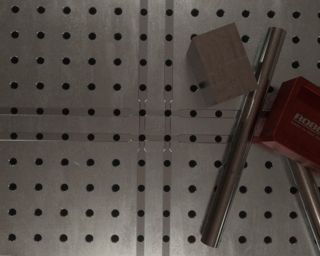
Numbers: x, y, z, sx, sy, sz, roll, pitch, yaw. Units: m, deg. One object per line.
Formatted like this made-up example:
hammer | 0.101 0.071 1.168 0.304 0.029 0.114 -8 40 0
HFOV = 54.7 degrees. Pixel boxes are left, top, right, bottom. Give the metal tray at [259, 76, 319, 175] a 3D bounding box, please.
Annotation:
metal tray | 0.202 0.005 0.394 0.131 0.030 0.090 28 79 -11

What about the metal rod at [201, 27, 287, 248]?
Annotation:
metal rod | 0.112 0.012 0.414 0.025 0.025 0.298 18 90 -1

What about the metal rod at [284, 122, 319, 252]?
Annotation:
metal rod | 0.214 0.125 0.416 0.025 0.025 0.299 -20 90 0

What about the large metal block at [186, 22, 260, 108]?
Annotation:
large metal block | 0.074 -0.073 0.387 0.050 0.080 0.080 -20 90 0
